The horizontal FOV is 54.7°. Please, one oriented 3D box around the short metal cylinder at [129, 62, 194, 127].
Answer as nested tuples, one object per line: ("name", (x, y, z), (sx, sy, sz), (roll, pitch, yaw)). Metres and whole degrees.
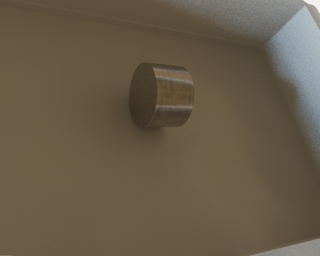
("short metal cylinder", (0.000, -0.041, 0.394), (0.050, 0.080, 0.080), (0, 62, -29))
